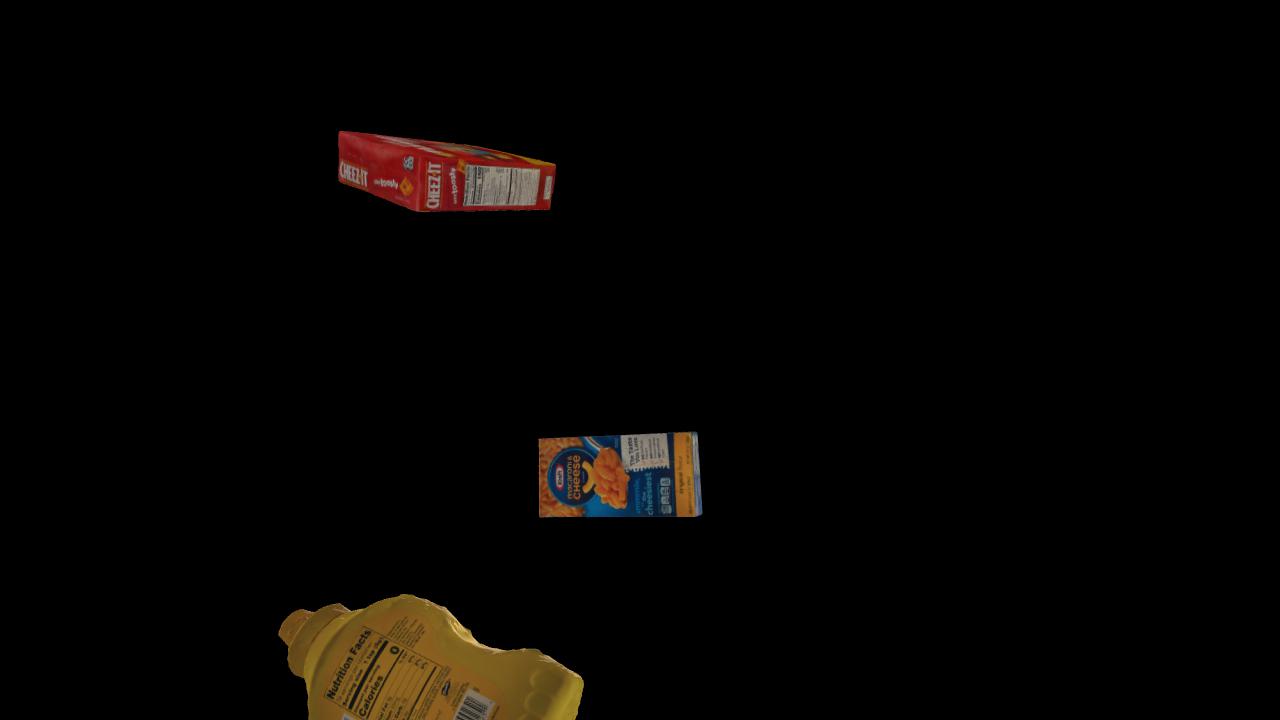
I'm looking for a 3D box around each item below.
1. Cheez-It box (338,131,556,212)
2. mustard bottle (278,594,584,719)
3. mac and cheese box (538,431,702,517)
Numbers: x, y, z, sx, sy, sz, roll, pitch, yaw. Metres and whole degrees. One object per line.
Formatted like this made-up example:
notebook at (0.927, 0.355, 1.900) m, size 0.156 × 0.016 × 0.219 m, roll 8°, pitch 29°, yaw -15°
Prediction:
Cheez-It box at (-0.246, -0.243, 0.805) m, size 0.166 × 0.071 × 0.223 m, roll 23°, pitch 23°, yaw 30°
mustard bottle at (-0.130, 0.184, 0.345) m, size 0.184 × 0.092 × 0.054 m, roll 16°, pitch -21°, yaw 19°
mac and cheese box at (-0.025, 0.130, 0.695) m, size 0.184 × 0.093 × 0.041 m, roll -5°, pitch -8°, yaw 17°
